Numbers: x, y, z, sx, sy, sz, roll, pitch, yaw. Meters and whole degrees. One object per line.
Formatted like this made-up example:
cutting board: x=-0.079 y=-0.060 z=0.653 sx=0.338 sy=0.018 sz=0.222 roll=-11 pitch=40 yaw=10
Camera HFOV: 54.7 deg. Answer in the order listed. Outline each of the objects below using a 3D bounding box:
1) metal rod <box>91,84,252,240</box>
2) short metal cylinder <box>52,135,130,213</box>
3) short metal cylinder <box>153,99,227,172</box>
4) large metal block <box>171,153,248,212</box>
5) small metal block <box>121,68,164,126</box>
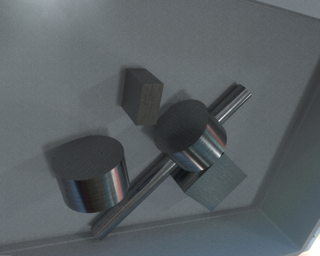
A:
metal rod: x=0.015 y=0.050 z=0.449 sx=0.300 sy=0.025 sz=0.025 roll=-44 pitch=130 yaw=2
short metal cylinder: x=-0.079 y=0.052 z=0.363 sx=0.081 sy=0.080 sz=0.050 roll=-18 pitch=126 yaw=-19
short metal cylinder: x=0.039 y=0.010 z=0.402 sx=0.080 sy=0.080 sz=0.050 roll=-45 pitch=130 yaw=2
large metal block: x=0.075 y=0.072 z=0.480 sx=0.080 sy=0.050 sz=0.080 roll=-46 pitch=130 yaw=4
small metal block: x=-0.022 y=-0.037 z=0.359 sx=0.025 sy=0.050 sz=0.050 roll=-4 pitch=120 yaw=-27
